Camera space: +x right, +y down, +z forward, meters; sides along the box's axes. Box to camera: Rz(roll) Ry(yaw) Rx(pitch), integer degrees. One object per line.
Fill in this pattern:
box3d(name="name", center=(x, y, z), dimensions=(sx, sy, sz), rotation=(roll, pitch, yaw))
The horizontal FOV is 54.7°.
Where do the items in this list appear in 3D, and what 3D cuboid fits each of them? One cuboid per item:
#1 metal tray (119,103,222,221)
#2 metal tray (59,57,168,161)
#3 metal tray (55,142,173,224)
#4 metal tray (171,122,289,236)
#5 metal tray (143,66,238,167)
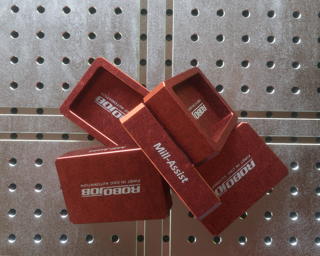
box3d(name="metal tray", center=(0.011, 0.034, 0.350), dimensions=(0.030, 0.090, 0.130), rotation=(-38, 91, 0))
box3d(name="metal tray", center=(-0.052, -0.020, 0.410), dimensions=(0.130, 0.030, 0.090), rotation=(36, 90, -1))
box3d(name="metal tray", center=(-0.057, 0.069, 0.386), dimensions=(0.130, 0.030, 0.089), rotation=(-8, 101, 14))
box3d(name="metal tray", center=(0.090, 0.065, 0.411), dimensions=(0.130, 0.030, 0.090), rotation=(-41, 91, -1))
box3d(name="metal tray", center=(0.043, -0.021, 0.362), dimensions=(0.030, 0.131, 0.090), rotation=(-38, 90, 28))
